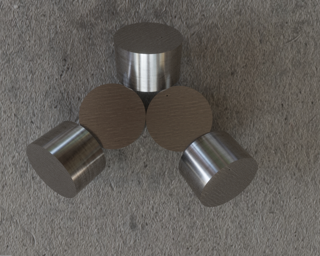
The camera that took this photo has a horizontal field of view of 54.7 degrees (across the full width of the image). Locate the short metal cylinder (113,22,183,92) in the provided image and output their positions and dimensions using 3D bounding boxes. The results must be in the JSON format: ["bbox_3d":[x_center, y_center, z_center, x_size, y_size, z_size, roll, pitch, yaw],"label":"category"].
[{"bbox_3d":[-0.014,-0.088,0.377,0.081,0.080,0.050,2,133,0],"label":"short metal cylinder"}]

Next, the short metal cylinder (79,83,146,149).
[{"bbox_3d":[-0.057,-0.014,0.398,0.081,0.050,0.080,0,90,0],"label":"short metal cylinder"}]

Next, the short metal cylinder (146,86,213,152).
[{"bbox_3d":[0.023,-0.011,0.398,0.081,0.050,0.080,0,90,0],"label":"short metal cylinder"}]

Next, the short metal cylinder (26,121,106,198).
[{"bbox_3d":[-0.113,0.038,0.376,0.080,0.080,0.050,46,50,0],"label":"short metal cylinder"}]

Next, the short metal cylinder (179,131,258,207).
[{"bbox_3d":[0.070,0.050,0.378,0.080,0.080,0.050,-37,49,0],"label":"short metal cylinder"}]
